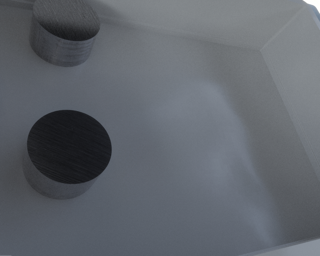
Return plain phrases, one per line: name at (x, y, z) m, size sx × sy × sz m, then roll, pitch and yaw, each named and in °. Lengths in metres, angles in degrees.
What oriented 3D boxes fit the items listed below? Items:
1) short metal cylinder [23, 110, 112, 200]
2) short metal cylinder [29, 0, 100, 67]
short metal cylinder at (-0.097, 0.028, 0.321) m, size 0.081 × 0.050 × 0.080 m, roll 14°, pitch 56°, yaw -21°
short metal cylinder at (-0.124, -0.126, 0.401) m, size 0.081 × 0.050 × 0.080 m, roll 14°, pitch 56°, yaw -21°
